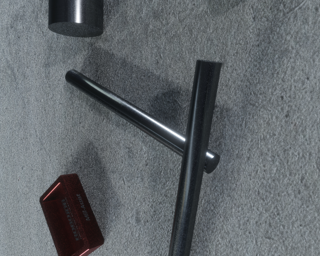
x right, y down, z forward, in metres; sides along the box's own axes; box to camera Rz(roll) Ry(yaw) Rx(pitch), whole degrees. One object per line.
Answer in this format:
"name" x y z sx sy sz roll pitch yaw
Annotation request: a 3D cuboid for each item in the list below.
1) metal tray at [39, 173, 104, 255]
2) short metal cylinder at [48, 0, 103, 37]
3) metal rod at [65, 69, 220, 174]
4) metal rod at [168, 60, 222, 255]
"metal tray" -0.153 0.154 0.524 0.090 0.030 0.130 -43 64 31
"short metal cylinder" -0.127 -0.174 0.471 0.080 0.081 0.050 2 92 39
"metal rod" -0.044 -0.023 0.439 0.300 0.025 0.025 32 110 35
"metal rod" 0.032 0.075 0.350 0.025 0.025 0.298 20 111 38
